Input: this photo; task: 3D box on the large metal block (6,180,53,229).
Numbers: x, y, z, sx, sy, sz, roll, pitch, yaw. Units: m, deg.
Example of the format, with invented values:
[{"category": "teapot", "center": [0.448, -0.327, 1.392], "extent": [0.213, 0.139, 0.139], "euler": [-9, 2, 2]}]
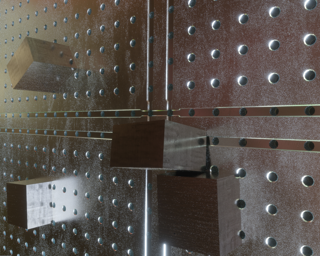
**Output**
[{"category": "large metal block", "center": [-0.256, 0.146, 0.607], "extent": [0.080, 0.050, 0.080], "euler": [-4, 87, 40]}]

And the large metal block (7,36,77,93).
[{"category": "large metal block", "center": [-0.209, -0.108, 0.548], "extent": [0.080, 0.081, 0.050], "euler": [-36, 68, 34]}]

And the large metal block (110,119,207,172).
[{"category": "large metal block", "center": [-0.001, 0.024, 0.371], "extent": [0.080, 0.080, 0.050], "euler": [-5, 78, 40]}]

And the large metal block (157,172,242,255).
[{"category": "large metal block", "center": [0.044, 0.093, 0.357], "extent": [0.080, 0.050, 0.080], "euler": [-3, 88, 40]}]
